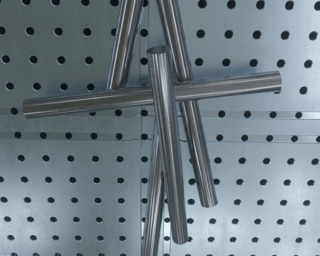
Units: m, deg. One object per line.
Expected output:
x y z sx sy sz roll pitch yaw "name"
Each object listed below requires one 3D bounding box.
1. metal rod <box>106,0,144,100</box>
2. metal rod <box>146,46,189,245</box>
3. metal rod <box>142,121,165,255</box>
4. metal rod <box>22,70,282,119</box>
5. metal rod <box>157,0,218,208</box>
-0.027 -0.166 0.351 0.025 0.025 0.298 12 110 -5 "metal rod"
0.015 0.045 0.395 0.025 0.025 0.298 -6 123 2 "metal rod"
-0.005 0.096 0.448 0.025 0.025 0.298 5 110 -2 "metal rod"
-0.011 -0.039 0.371 0.301 0.025 0.025 -6 110 2 "metal rod"
0.038 -0.027 0.403 0.025 0.025 0.298 -12 110 4 "metal rod"
